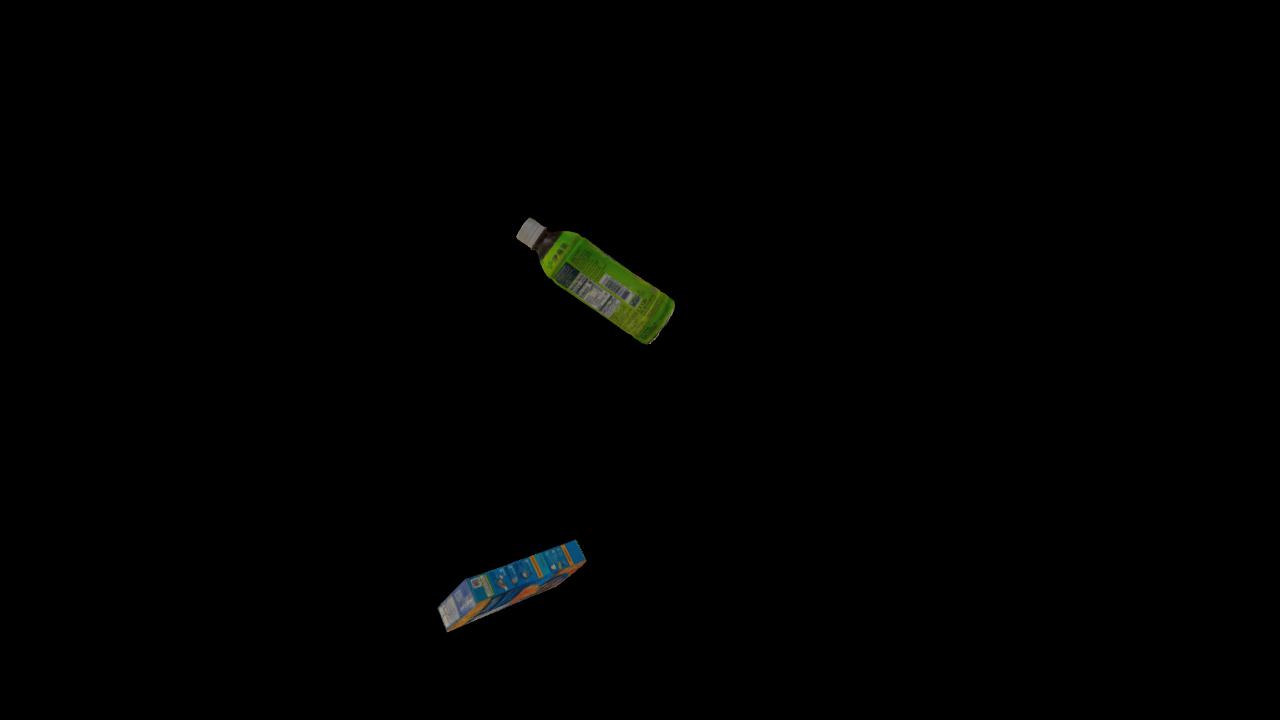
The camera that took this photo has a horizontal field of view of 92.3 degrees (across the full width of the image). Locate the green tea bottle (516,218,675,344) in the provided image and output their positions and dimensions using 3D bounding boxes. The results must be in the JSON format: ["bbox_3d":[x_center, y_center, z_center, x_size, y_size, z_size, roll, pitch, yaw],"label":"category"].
[{"bbox_3d":[-0.057,-0.104,0.769,0.212,0.073,0.073,35,-8,-11],"label":"green tea bottle"}]

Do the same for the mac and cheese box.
[{"bbox_3d":[-0.168,0.301,0.830,0.184,0.041,0.093,-4,-36,-48],"label":"mac and cheese box"}]
